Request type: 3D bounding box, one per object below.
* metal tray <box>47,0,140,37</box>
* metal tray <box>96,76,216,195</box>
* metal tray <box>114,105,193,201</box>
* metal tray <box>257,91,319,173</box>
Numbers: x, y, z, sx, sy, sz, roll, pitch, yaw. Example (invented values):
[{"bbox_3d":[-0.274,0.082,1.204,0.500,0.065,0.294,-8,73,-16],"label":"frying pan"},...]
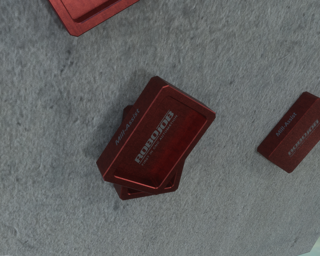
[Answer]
[{"bbox_3d":[-0.050,-0.155,0.280,0.130,0.030,0.090,-33,129,-7],"label":"metal tray"},{"bbox_3d":[-0.004,0.014,0.371,0.090,0.030,0.129,25,104,-37],"label":"metal tray"},{"bbox_3d":[-0.009,0.033,0.420,0.091,0.030,0.129,-4,120,-27],"label":"metal tray"},{"bbox_3d":[0.242,0.011,0.546,0.090,0.030,0.130,29,102,-38],"label":"metal tray"}]
